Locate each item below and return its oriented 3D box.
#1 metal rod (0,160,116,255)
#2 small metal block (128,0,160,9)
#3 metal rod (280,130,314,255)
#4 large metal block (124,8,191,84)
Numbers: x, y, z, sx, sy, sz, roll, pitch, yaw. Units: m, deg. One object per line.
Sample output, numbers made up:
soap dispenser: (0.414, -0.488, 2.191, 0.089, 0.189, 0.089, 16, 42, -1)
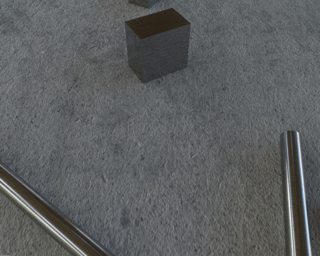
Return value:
metal rod: (-0.148, 0.075, 0.338, 0.300, 0.025, 0.025, 30, 56, 22)
small metal block: (-0.030, -0.272, 0.631, 0.050, 0.025, 0.050, 23, 54, 18)
metal rod: (0.135, 0.124, 0.301, 0.025, 0.025, 0.300, 9, 50, 7)
large metal block: (-0.004, -0.125, 0.473, 0.081, 0.080, 0.050, -24, 54, -19)
